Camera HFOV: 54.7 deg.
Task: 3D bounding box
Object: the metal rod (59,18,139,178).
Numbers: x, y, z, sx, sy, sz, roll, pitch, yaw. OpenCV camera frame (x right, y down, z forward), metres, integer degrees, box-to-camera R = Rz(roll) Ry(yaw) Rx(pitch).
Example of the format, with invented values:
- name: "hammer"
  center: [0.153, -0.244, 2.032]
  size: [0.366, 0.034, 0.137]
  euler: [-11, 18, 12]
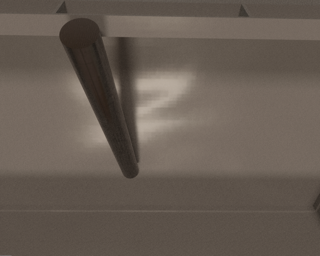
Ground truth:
- name: "metal rod"
  center: [-0.047, 0.002, 0.330]
  size: [0.025, 0.025, 0.299]
  euler: [-1, 156, 1]
